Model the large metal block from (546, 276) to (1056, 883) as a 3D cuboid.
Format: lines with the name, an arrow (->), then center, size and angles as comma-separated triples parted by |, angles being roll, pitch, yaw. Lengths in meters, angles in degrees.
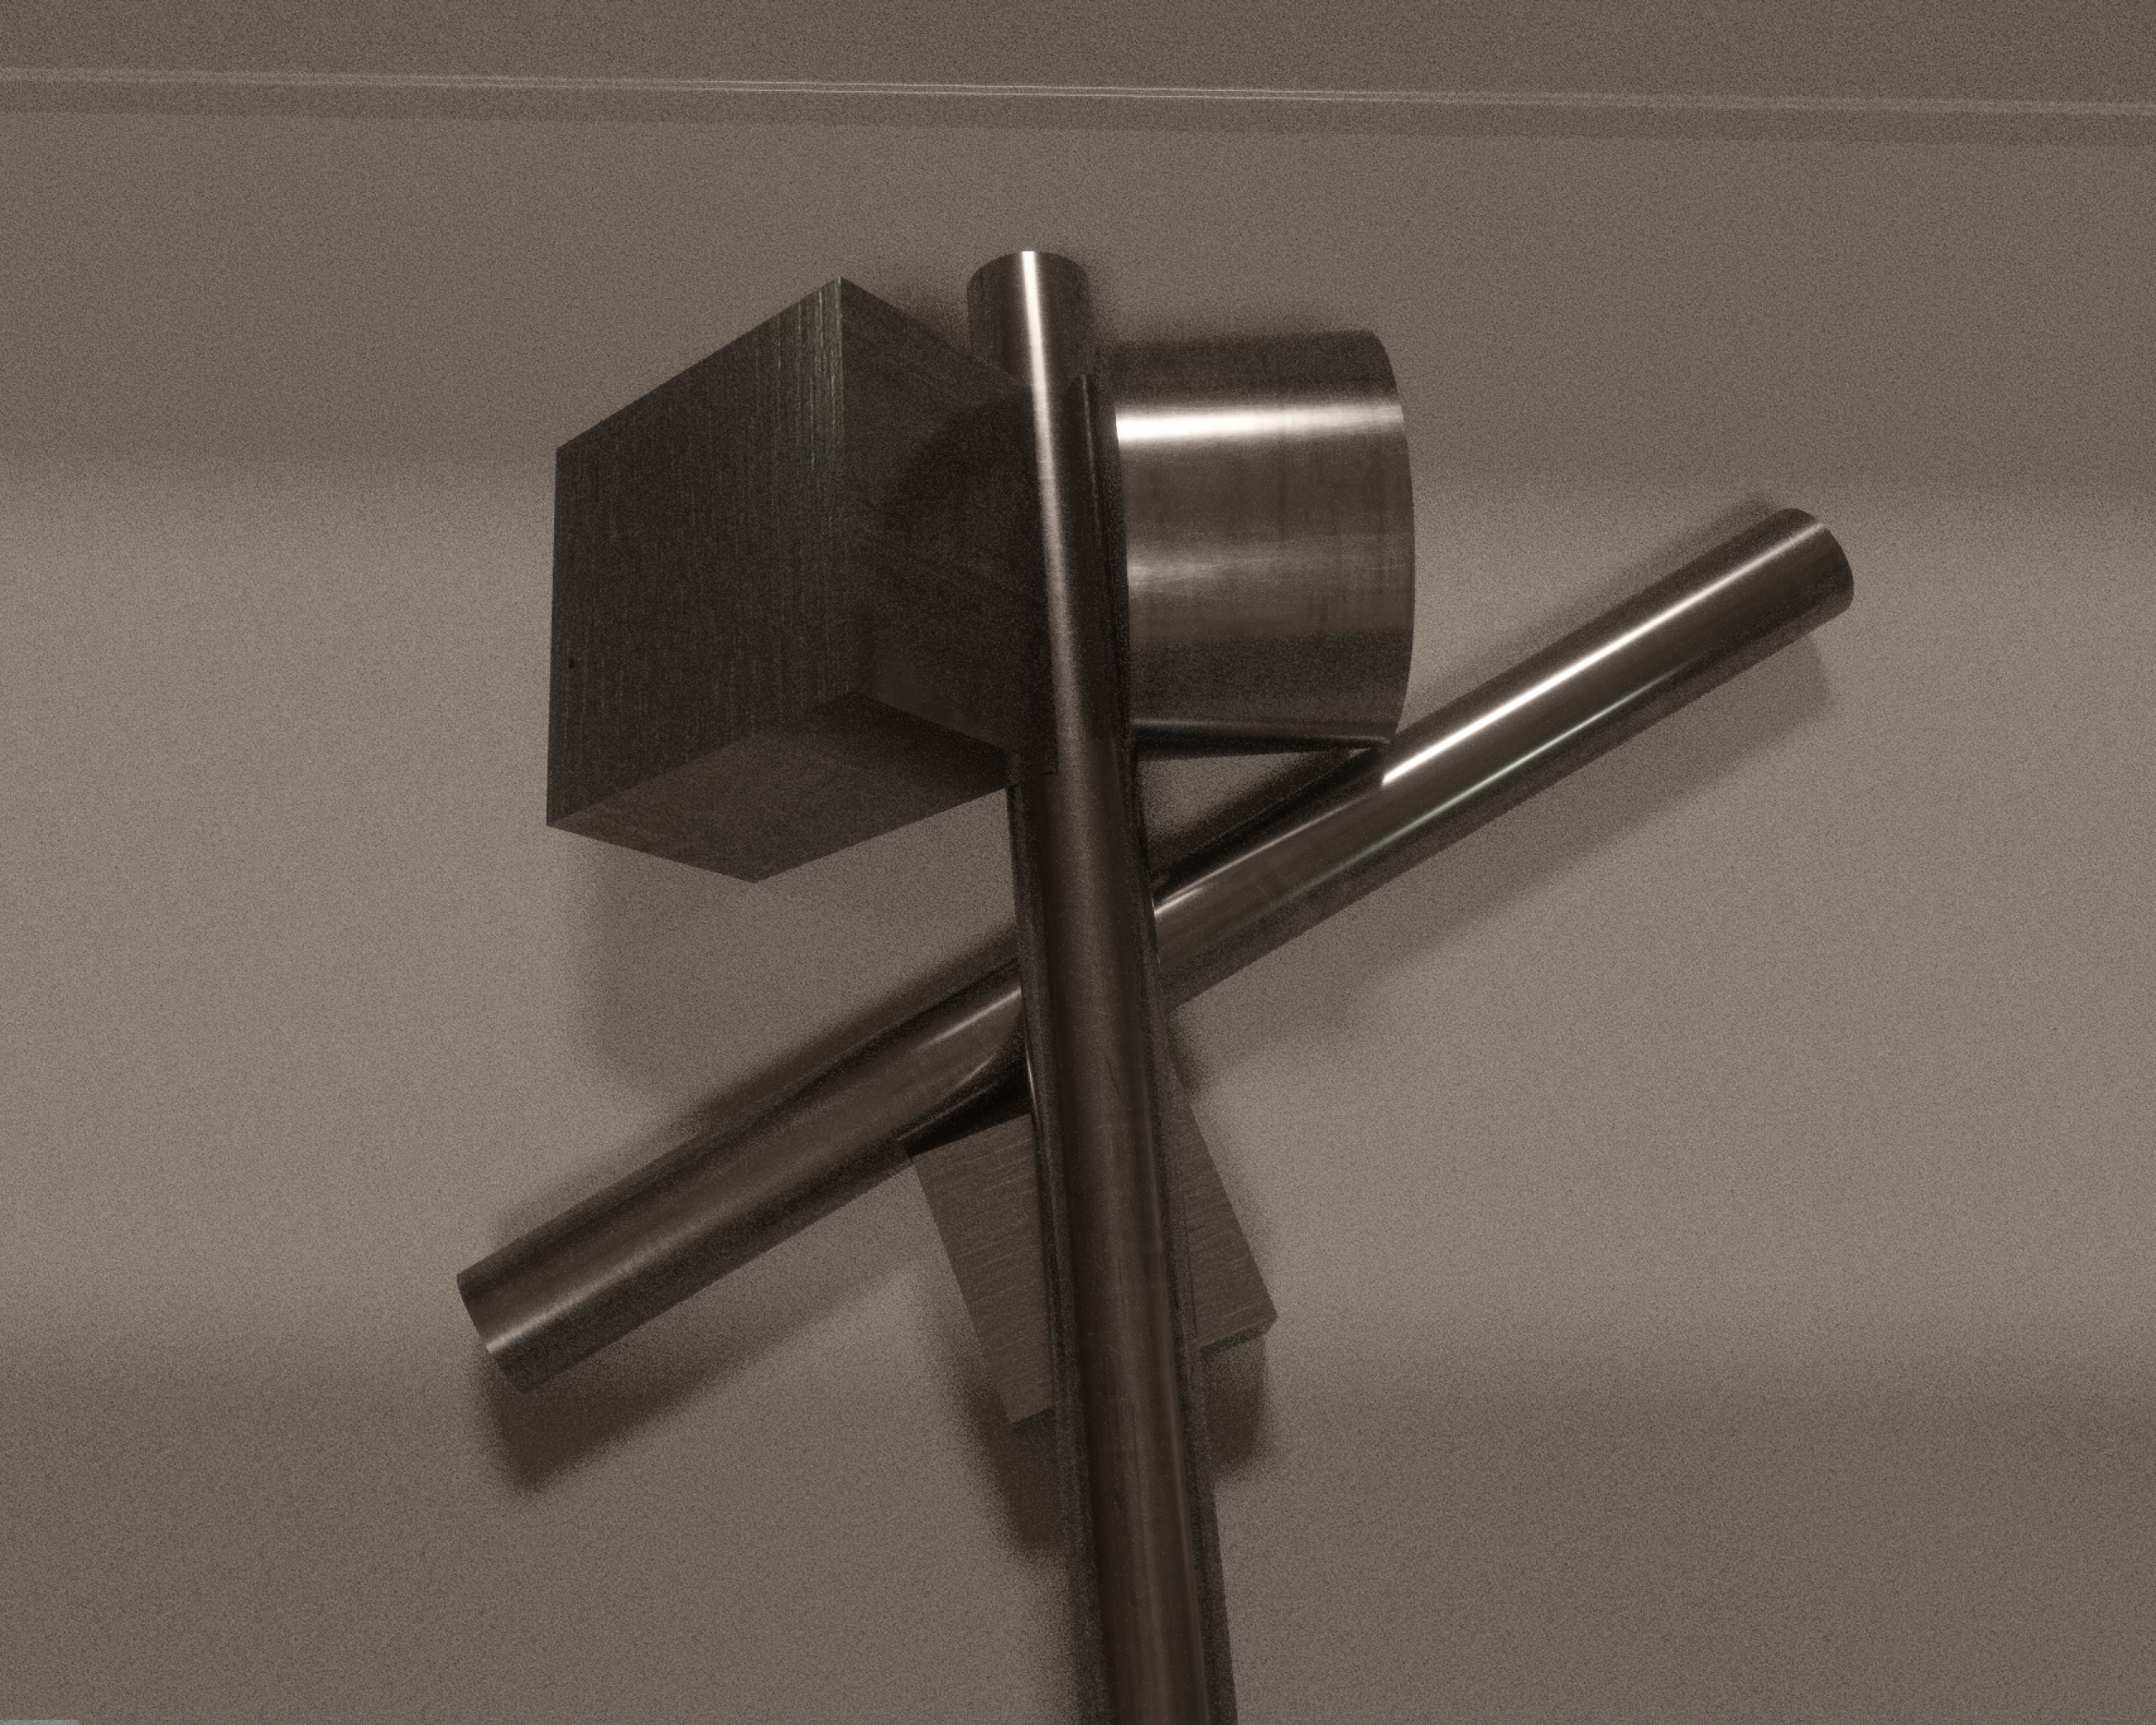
large metal block -> -0.053, -0.049, 0.392 | 0.080, 0.050, 0.080 | -19, 65, 36

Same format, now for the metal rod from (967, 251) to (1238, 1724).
metal rod -> 0.002, 0.022, 0.373 | 0.025, 0.025, 0.299 | -4, 69, -2

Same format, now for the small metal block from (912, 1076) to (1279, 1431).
small metal block -> 0.003, 0.071, 0.382 | 0.050, 0.025, 0.050 | -20, 71, -8

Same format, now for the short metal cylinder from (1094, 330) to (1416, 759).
short metal cylinder -> 0.031, -0.060, 0.401 | 0.050, 0.080, 0.080 | -4, 70, -3

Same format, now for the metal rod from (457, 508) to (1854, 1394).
metal rod -> 0.023, 0.011, 0.403 | 0.302, 0.025, 0.025 | -30, 73, -11
